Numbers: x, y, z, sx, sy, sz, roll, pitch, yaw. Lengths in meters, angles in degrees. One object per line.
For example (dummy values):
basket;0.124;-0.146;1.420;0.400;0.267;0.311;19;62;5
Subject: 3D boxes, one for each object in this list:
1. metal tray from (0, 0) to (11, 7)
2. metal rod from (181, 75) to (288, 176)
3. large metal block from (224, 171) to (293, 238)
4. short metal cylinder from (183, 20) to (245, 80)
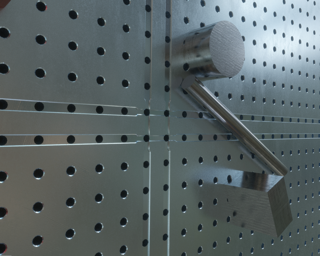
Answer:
metal tray;-0.192;-0.150;0.244;0.131;0.030;0.089;-13;99;-39
metal rod;0.140;0.009;0.526;0.301;0.025;0.025;37;67;-34
large metal block;0.161;0.121;0.508;0.050;0.080;0.080;-27;108;-37
short metal cylinder;0.081;-0.113;0.461;0.081;0.050;0.079;0;90;-40
